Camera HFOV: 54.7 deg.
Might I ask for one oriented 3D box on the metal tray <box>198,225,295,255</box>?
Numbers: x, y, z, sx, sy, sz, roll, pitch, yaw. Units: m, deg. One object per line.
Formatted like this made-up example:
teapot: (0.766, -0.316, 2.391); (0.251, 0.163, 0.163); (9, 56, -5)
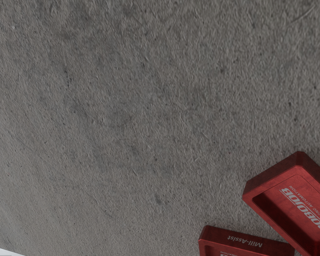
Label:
metal tray: (0.127, 0.200, 0.460); (0.130, 0.030, 0.089); (5, 121, 25)

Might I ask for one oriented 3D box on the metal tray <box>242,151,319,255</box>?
metal tray: (0.177, 0.099, 0.371); (0.130, 0.030, 0.090); (43, 129, -2)
